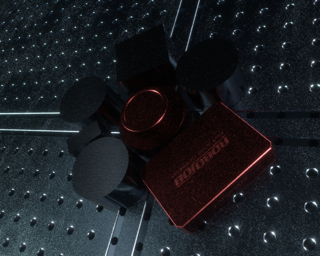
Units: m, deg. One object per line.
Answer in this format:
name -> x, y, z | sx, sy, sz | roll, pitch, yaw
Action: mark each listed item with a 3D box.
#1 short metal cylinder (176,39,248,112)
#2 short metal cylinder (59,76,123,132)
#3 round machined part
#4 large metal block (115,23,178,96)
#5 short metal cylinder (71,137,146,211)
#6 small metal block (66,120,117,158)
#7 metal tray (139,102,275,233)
short metal cylinder -> 0.067, -0.067, 0.397 | 0.080, 0.050, 0.080 | -13, 56, 21
short metal cylinder -> -0.101, -0.030, 0.463 | 0.080, 0.050, 0.080 | -13, 56, 21
round machined part -> -0.013, -0.016, 0.413 | 0.098, 0.042, 0.098 | -13, 56, 21
large metal block -> -0.017, -0.096, 0.461 | 0.080, 0.050, 0.080 | -19, 54, 17
short metal cylinder -> -0.062, 0.058, 0.389 | 0.080, 0.050, 0.080 | -13, 56, 21
small metal block -> -0.090, 0.023, 0.424 | 0.050, 0.050, 0.025 | -33, 52, 7
metal tray -> 0.050, 0.041, 0.352 | 0.130, 0.030, 0.090 | -42, 51, -1
